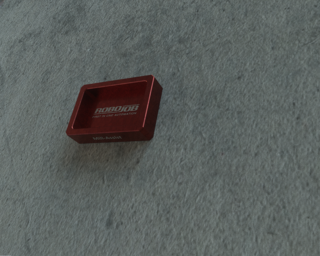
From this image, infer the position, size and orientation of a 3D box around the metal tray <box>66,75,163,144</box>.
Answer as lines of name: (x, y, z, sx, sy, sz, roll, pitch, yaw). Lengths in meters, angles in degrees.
metal tray: (-0.067, -0.026, 0.452, 0.130, 0.030, 0.090, -4, 60, 26)
